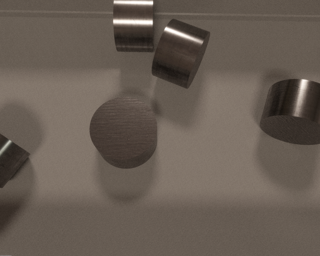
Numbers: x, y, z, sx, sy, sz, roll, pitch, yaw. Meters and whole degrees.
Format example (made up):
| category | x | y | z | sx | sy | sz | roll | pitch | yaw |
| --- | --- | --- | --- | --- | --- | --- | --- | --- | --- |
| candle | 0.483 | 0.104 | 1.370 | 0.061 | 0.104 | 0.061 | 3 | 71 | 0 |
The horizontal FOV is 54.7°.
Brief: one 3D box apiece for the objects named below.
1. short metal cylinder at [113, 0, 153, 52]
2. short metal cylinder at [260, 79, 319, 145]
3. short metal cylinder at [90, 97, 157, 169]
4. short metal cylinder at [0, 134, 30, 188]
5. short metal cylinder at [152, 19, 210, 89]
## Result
| category | x | y | z | sx | sy | sz | roll | pitch | yaw |
| --- | --- | --- | --- | --- | --- | --- | --- | --- | --- |
| short metal cylinder | -0.034 | -0.147 | 0.434 | 0.050 | 0.080 | 0.080 | 1 | 70 | 0 |
| short metal cylinder | 0.173 | -0.018 | 0.389 | 0.080 | 0.080 | 0.050 | 19 | 71 | 6 |
| short metal cylinder | -0.044 | 0.007 | 0.393 | 0.081 | 0.050 | 0.080 | 0 | 70 | 0 |
| short metal cylinder | -0.205 | 0.028 | 0.368 | 0.080 | 0.080 | 0.050 | 31 | 73 | 10 |
| short metal cylinder | 0.029 | -0.099 | 0.417 | 0.050 | 0.080 | 0.080 | 23 | 72 | 8 |
